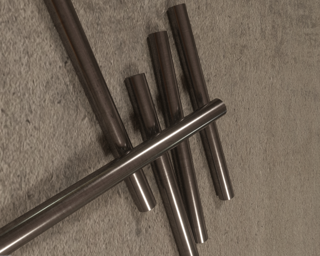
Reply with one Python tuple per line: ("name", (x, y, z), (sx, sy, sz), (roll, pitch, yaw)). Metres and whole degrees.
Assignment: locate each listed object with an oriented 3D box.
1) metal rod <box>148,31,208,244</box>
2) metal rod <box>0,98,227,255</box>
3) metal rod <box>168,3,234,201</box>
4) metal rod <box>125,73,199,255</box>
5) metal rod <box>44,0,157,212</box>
("metal rod", (0.028, 0.020, 0.430), (0.025, 0.025, 0.298), (-20, 103, -38))
("metal rod", (-0.038, 0.042, 0.344), (0.302, 0.025, 0.025), (-31, 110, -26))
("metal rod", (0.065, -0.029, 0.461), (0.025, 0.025, 0.298), (-28, 108, -37))
("metal rod", (0.011, 0.074, 0.415), (0.025, 0.025, 0.298), (-27, 107, -37))
("metal rod", (-0.067, -0.034, 0.349), (0.025, 0.025, 0.298), (-34, 111, -35))
